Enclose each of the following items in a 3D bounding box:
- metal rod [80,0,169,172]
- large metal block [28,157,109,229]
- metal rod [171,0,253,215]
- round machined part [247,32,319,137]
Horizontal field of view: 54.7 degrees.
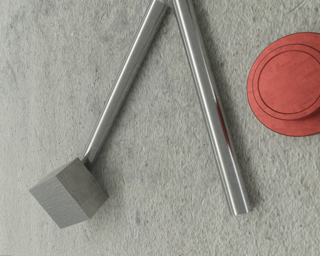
[{"bbox_3d":[-0.065,-0.041,0.456,0.025,0.025,0.298,42,115,31],"label":"metal rod"},{"bbox_3d":[-0.141,0.102,0.481,0.080,0.050,0.080,-28,102,36],"label":"large metal block"},{"bbox_3d":[0.052,-0.052,0.360,0.025,0.025,0.299,-22,76,37],"label":"metal rod"},{"bbox_3d":[0.127,-0.040,0.288,0.098,0.042,0.097,0,90,39],"label":"round machined part"}]
